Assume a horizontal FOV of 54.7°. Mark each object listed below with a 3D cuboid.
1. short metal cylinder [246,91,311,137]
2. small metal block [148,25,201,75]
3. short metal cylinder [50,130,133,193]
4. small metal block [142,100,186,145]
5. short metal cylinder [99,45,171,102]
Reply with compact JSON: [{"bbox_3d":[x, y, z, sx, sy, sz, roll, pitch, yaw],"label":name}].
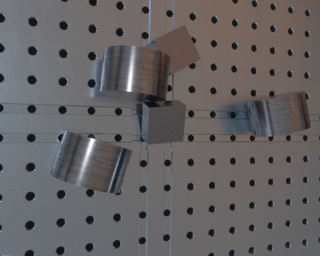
[{"bbox_3d":[0.169,-0.021,0.446,0.081,0.080,0.050,-14,95,-20],"label":"short metal cylinder"},{"bbox_3d":[0.020,-0.103,0.420,0.050,0.025,0.050,-31,100,-17],"label":"small metal block"},{"bbox_3d":[-0.077,0.038,0.355,0.081,0.080,0.050,19,84,-19],"label":"short metal cylinder"},{"bbox_3d":[0.004,-0.008,0.406,0.050,0.025,0.050,-4,112,-20],"label":"small metal block"},{"bbox_3d":[-0.030,-0.062,0.372,0.081,0.080,0.050,7,88,-20],"label":"short metal cylinder"}]
